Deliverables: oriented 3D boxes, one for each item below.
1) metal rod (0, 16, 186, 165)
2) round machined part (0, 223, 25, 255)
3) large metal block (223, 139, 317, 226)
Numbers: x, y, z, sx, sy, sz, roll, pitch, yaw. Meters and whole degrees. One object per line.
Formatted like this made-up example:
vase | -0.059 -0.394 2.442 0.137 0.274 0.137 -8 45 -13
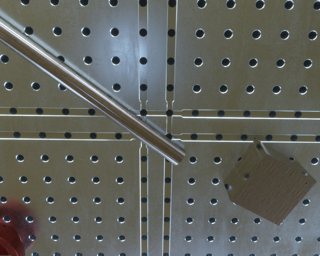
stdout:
metal rod | -0.091 -0.045 0.395 0.301 0.025 0.025 36 106 -13
round machined part | -0.254 0.184 0.470 0.099 0.042 0.097 0 110 0
large metal block | 0.148 0.074 0.429 0.080 0.050 0.080 29 108 -10
